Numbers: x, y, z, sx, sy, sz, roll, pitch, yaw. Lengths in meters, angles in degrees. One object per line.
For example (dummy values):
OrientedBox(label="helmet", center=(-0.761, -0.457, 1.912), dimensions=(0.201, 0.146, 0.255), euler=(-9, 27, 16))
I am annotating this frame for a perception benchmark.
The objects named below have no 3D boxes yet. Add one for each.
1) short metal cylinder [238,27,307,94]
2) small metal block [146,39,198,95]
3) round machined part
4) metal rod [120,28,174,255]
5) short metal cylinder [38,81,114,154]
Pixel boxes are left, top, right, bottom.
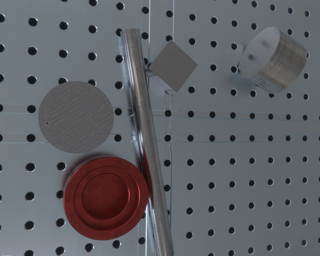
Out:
OrientedBox(label="short metal cylinder", center=(0.158, -0.096, 0.442), dimensions=(0.050, 0.080, 0.080), euler=(26, 82, -18))
OrientedBox(label="small metal block", center=(0.014, -0.081, 0.418), dimensions=(0.050, 0.025, 0.050), euler=(40, 77, -16))
OrientedBox(label="round machined part", center=(-0.068, 0.082, 0.379), dimensions=(0.099, 0.042, 0.097), euler=(0, 90, -20))
OrientedBox(label="metal rod", center=(-0.016, 0.023, 0.406), dimensions=(0.025, 0.025, 0.298), euler=(-10, 94, -20))
OrientedBox(label="short metal cylinder", center=(-0.099, -0.012, 0.363), dimensions=(0.081, 0.050, 0.079), euler=(0, 90, -20))
